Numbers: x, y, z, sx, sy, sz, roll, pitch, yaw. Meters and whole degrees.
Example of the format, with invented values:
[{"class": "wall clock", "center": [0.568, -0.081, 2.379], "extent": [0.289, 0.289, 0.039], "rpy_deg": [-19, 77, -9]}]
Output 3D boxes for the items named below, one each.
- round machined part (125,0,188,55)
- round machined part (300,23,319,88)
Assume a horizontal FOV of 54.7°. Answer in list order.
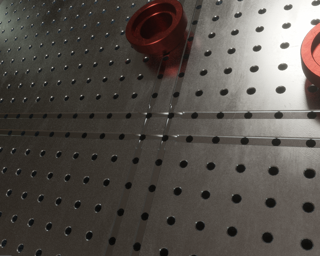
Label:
[{"class": "round machined part", "center": [-0.002, -0.155, 0.492], "extent": [0.098, 0.042, 0.098], "rpy_deg": [-13, 56, 20]}, {"class": "round machined part", "center": [0.207, -0.076, 0.335], "extent": [0.098, 0.042, 0.098], "rpy_deg": [-13, 56, 20]}]
